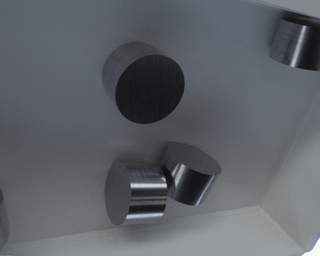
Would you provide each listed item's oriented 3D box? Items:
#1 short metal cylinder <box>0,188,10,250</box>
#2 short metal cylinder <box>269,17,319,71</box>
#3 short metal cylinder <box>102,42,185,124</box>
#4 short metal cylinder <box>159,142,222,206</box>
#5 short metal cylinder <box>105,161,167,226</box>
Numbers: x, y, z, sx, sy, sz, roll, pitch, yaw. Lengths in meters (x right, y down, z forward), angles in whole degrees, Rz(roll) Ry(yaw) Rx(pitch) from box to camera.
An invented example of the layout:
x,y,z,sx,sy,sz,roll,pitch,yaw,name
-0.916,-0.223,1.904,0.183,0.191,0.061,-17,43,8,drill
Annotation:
x,y,z,sx,sy,sz,roll,pitch,yaw,name
-0.204,0.099,0.323,0.081,0.080,0.050,-9,122,-24,short metal cylinder
0.191,-0.112,0.408,0.081,0.080,0.050,-6,121,-25,short metal cylinder
-0.019,-0.051,0.350,0.081,0.050,0.079,-14,124,-21,short metal cylinder
0.038,0.062,0.432,0.081,0.080,0.050,11,113,-33,short metal cylinder
-0.034,0.085,0.407,0.050,0.080,0.079,7,115,-32,short metal cylinder
